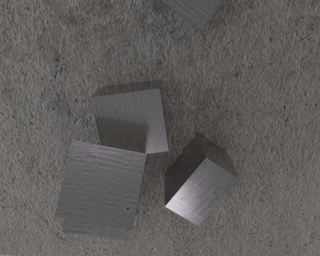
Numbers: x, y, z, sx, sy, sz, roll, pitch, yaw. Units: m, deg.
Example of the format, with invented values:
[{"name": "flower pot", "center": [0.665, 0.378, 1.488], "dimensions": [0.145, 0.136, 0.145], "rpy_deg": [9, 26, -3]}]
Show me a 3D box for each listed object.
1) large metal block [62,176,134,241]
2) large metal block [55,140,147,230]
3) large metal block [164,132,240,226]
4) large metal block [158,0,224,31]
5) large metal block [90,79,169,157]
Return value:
[{"name": "large metal block", "center": [-0.076, 0.101, 0.413], "dimensions": [0.081, 0.080, 0.050], "rpy_deg": [9, 100, -4]}, {"name": "large metal block", "center": [-0.063, 0.062, 0.348], "dimensions": [0.081, 0.050, 0.080], "rpy_deg": [11, 81, -4]}, {"name": "large metal block", "center": [0.050, 0.063, 0.404], "dimensions": [0.050, 0.080, 0.080], "rpy_deg": [33, 107, -12]}, {"name": "large metal block", "center": [0.035, -0.165, 0.336], "dimensions": [0.080, 0.050, 0.080], "rpy_deg": [34, 107, -12]}, {"name": "large metal block", "center": [-0.035, -0.012, 0.392], "dimensions": [0.080, 0.050, 0.079], "rpy_deg": [-8, 110, 2]}]
